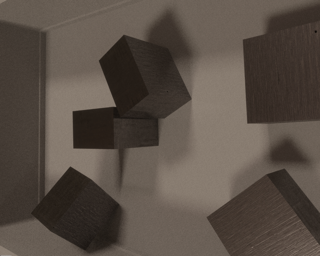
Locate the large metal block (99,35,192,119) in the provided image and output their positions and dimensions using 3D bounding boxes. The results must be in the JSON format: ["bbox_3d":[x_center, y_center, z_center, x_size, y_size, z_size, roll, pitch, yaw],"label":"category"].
[{"bbox_3d":[-0.017,-0.059,0.383,0.050,0.081,0.080,-35,69,34],"label":"large metal block"}]

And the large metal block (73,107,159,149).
[{"bbox_3d":[-0.059,0.001,0.418,0.080,0.081,0.050,-2,89,39],"label":"large metal block"}]

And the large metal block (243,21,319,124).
[{"bbox_3d":[0.127,-0.046,0.285,0.080,0.050,0.080,-4,88,39],"label":"large metal block"}]

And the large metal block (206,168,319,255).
[{"bbox_3d":[0.107,0.097,0.301,0.080,0.050,0.080,-46,63,30],"label":"large metal block"}]

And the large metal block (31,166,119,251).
[{"bbox_3d":[-0.118,0.116,0.445,0.050,0.080,0.080,21,65,38],"label":"large metal block"}]
